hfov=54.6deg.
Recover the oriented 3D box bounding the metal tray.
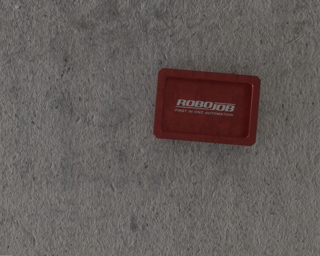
[{"bbox_3d":[0.060,-0.027,0.407,0.131,0.030,0.090,5,90,0],"label":"metal tray"}]
